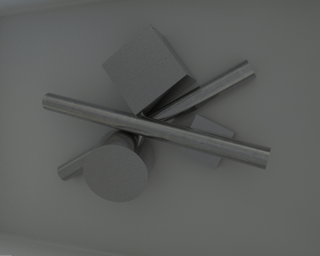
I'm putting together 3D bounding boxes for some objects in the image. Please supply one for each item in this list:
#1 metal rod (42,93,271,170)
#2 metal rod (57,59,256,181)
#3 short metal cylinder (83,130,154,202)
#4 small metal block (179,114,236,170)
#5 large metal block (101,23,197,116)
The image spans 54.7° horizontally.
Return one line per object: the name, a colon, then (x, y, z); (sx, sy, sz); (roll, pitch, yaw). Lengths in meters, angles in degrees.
metal rod: (-0.019, -0.002, 0.388); (0.301, 0.025, 0.025); (15, 95, 19)
metal rod: (-0.017, -0.002, 0.413); (0.300, 0.025, 0.025); (-29, 81, 17)
short metal cylinder: (-0.051, 0.047, 0.398); (0.080, 0.050, 0.079); (2, 112, 6)
small metal block: (0.060, 0.016, 0.385); (0.050, 0.025, 0.050); (28, 99, 17)
large metal block: (-0.013, -0.071, 0.399); (0.080, 0.050, 0.080); (-37, 78, 16)
